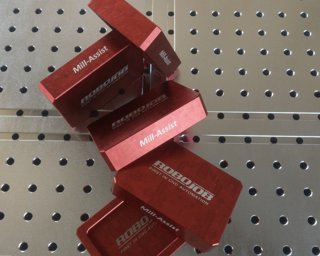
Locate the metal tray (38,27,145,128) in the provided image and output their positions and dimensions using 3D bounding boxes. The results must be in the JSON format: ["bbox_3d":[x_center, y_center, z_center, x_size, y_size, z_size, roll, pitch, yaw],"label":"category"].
[{"bbox_3d":[-0.080,-0.064,0.400,0.130,0.090,0.030,-40,75,-13],"label":"metal tray"}]

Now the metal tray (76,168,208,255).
[{"bbox_3d":[-0.019,0.115,0.366,0.130,0.030,0.090,-38,74,-13],"label":"metal tray"}]

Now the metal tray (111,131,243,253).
[{"bbox_3d":[0.021,0.070,0.364,0.130,0.030,0.090,31,51,8],"label":"metal tray"}]

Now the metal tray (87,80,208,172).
[{"bbox_3d":[-0.019,-0.009,0.383,0.131,0.030,0.090,-31,28,-11],"label":"metal tray"}]

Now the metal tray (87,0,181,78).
[{"bbox_3d":[-0.026,-0.116,0.397,0.090,0.130,0.030,42,96,14],"label":"metal tray"}]
